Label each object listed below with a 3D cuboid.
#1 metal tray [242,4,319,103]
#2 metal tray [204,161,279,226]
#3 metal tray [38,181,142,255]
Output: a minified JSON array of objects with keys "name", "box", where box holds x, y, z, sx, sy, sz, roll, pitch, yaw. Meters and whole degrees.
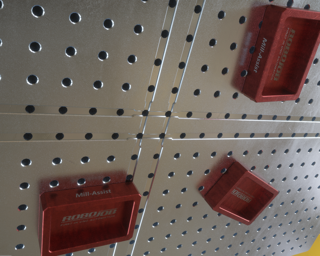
[{"name":"metal tray","box":[0.178,-0.103,0.443,0.091,0.030,0.129,-5,121,-26]},{"name":"metal tray","box":[0.153,0.124,0.571,0.130,0.030,0.090,32,100,-39]},{"name":"metal tray","box":[-0.098,0.126,0.433,0.131,0.030,0.089,-2,120,-28]}]
